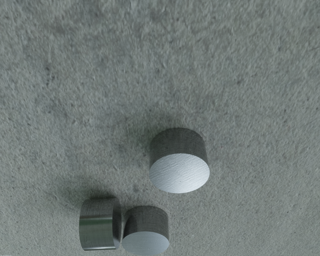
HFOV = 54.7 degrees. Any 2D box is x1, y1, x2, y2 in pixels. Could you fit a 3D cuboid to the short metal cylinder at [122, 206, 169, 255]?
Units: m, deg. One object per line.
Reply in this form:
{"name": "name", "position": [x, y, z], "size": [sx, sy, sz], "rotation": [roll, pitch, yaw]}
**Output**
{"name": "short metal cylinder", "position": [-0.025, 0.181, 0.545], "size": [0.081, 0.050, 0.079], "rotation": [0, 130, 0]}

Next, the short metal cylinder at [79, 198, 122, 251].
{"name": "short metal cylinder", "position": [-0.094, 0.155, 0.502], "size": [0.050, 0.080, 0.079], "rotation": [-3, 130, 2]}

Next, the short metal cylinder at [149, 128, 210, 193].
{"name": "short metal cylinder", "position": [0.026, 0.046, 0.430], "size": [0.081, 0.050, 0.079], "rotation": [0, 130, 0]}
